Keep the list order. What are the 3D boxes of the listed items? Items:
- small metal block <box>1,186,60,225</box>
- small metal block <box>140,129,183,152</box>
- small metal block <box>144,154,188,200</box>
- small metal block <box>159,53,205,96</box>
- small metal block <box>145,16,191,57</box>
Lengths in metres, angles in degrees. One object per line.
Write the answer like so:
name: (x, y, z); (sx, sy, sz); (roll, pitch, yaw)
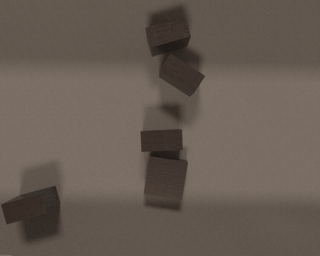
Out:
small metal block: (-0.163, 0.097, 0.397); (0.050, 0.050, 0.025); (-15, 90, 0)
small metal block: (0.002, 0.015, 0.399); (0.050, 0.050, 0.025); (-3, 90, -1)
small metal block: (0.008, 0.065, 0.412); (0.050, 0.025, 0.050); (9, 90, -1)
small metal block: (0.027, -0.066, 0.399); (0.050, 0.050, 0.025); (33, 90, -1)
small metal block: (0.010, -0.116, 0.399); (0.050, 0.050, 0.025); (-16, 90, 0)
